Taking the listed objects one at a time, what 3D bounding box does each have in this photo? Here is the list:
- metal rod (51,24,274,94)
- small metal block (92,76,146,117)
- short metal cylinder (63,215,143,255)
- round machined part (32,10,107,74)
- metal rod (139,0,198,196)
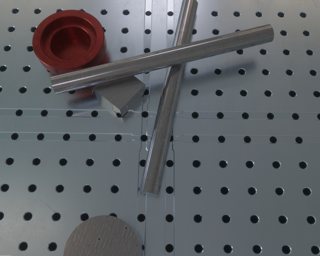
[{"bbox_3d":[0.007,-0.094,0.418,0.302,0.025,0.025,-15,71,-5],"label":"metal rod"},{"bbox_3d":[-0.056,-0.052,0.430,0.050,0.025,0.050,38,74,13],"label":"small metal block"},{"bbox_3d":[-0.060,0.141,0.346,0.081,0.050,0.080,0,70,0],"label":"short metal cylinder"},{"bbox_3d":[-0.126,-0.116,0.444,0.099,0.042,0.098,0,70,0],"label":"round machined part"},{"bbox_3d":[0.017,-0.056,0.432,0.025,0.025,0.299,11,70,4],"label":"metal rod"}]
